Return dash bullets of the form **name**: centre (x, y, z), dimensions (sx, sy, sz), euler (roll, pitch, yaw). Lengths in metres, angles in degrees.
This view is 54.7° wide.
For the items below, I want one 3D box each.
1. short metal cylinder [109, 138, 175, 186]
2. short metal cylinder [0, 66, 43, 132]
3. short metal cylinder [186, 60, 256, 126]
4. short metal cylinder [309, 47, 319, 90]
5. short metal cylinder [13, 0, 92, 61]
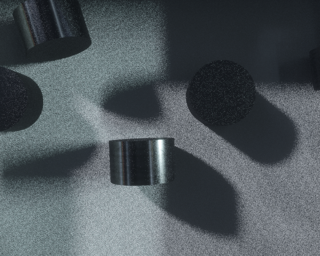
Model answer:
- **short metal cylinder**: centre (-0.022, 0.039, 0.384), dimensions (0.081, 0.080, 0.050), euler (-2, 90, 0)
- **short metal cylinder**: centre (-0.199, -0.035, 0.397), dimensions (0.081, 0.050, 0.080), euler (0, 90, 0)
- **short metal cylinder**: centre (0.076, -0.043, 0.399), dimensions (0.081, 0.050, 0.080), euler (0, 90, 0)
- **short metal cylinder**: centre (0.233, -0.078, 0.385), dimensions (0.080, 0.080, 0.050), euler (-8, 90, 0)
- **short metal cylinder**: centre (-0.132, -0.121, 0.383), dimensions (0.080, 0.080, 0.050), euler (-17, 90, 0)
